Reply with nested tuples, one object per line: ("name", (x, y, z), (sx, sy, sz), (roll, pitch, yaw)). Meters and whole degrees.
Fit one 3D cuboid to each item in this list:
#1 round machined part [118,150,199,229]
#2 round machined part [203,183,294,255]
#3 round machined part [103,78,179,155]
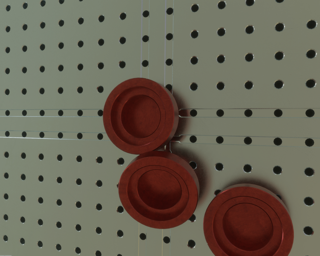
("round machined part", (0.001, 0.074, 0.393), (0.098, 0.042, 0.097), (3, 107, 11))
("round machined part", (0.104, 0.114, 0.367), (0.098, 0.042, 0.097), (0, 90, 19))
("round machined part", (-0.022, -0.015, 0.410), (0.098, 0.042, 0.097), (0, 90, 19))
